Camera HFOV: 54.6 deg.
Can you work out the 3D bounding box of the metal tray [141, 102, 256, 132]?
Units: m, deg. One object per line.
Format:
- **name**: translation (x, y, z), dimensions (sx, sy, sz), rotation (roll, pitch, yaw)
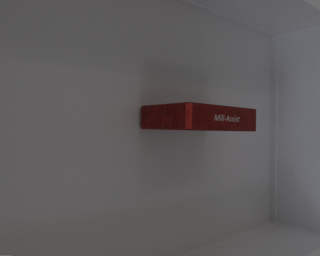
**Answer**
- **metal tray**: translation (0.052, -0.012, 0.406), dimensions (0.131, 0.090, 0.030), rotation (2, 89, -40)
